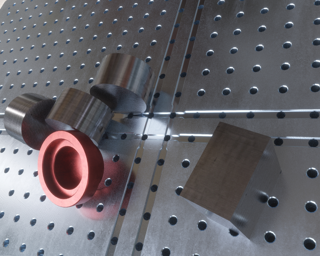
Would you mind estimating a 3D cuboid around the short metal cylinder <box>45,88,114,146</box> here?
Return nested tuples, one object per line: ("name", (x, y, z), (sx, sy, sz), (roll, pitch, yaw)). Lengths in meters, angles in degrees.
("short metal cylinder", (-0.114, -0.014, 0.441), (0.080, 0.080, 0.050), (11, 68, 33))

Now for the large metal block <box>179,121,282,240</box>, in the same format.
("large metal block", (0.073, 0.053, 0.302), (0.050, 0.080, 0.080), (20, 73, 36))

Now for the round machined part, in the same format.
("round machined part", (-0.113, 0.051, 0.408), (0.098, 0.042, 0.097), (0, 90, 33))

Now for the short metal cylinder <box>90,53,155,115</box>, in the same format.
("short metal cylinder", (-0.052, -0.060, 0.437), (0.080, 0.080, 0.050), (1, 63, 29))

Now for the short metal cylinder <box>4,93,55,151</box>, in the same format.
("short metal cylinder", (-0.189, -0.010, 0.479), (0.050, 0.080, 0.080), (18, 71, 35))
